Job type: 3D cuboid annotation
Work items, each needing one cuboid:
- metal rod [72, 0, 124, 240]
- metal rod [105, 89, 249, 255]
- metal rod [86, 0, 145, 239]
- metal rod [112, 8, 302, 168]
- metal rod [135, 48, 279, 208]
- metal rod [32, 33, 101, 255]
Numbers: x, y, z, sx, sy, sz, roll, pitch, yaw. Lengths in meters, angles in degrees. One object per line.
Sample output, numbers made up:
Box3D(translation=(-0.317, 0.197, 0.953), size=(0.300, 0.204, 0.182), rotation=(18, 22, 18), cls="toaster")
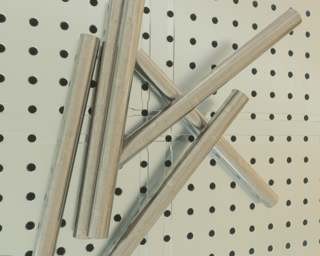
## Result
Box3D(translation=(-0.073, -0.016, 0.385), size=(0.025, 0.025, 0.299), rotation=(9, 87, -20), cls="metal rod")
Box3D(translation=(0.016, 0.073, 0.401), size=(0.025, 0.025, 0.300), rotation=(40, 84, -16), cls="metal rod")
Box3D(translation=(-0.051, -0.022, 0.370), size=(0.025, 0.025, 0.299), rotation=(10, 86, -20), cls="metal rod")
Box3D(translation=(0.058, -0.051, 0.398), size=(0.300, 0.025, 0.025), rotation=(-39, 103, -2), cls="metal rod")
Box3D(translation=(0.069, 0.009, 0.437), size=(0.300, 0.025, 0.025), rotation=(45, 76, -15), cls="metal rod")
Box3D(translation=(-0.114, 0.035, 0.370), size=(0.025, 0.025, 0.299), rotation=(13, 86, -20), cls="metal rod")
